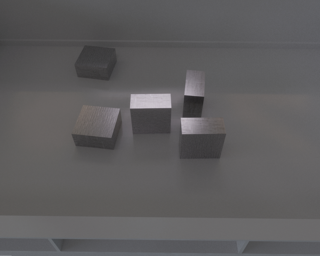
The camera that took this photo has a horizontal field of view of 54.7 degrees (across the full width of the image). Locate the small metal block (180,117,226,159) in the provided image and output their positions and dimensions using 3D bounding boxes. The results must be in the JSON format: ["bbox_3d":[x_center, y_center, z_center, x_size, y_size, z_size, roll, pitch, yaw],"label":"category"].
[{"bbox_3d":[0.050,0.013,0.378,0.050,0.050,0.025,-1,50,-1],"label":"small metal block"}]

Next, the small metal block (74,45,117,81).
[{"bbox_3d":[-0.101,-0.104,0.492,0.050,0.025,0.050,7,50,6],"label":"small metal block"}]

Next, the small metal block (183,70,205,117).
[{"bbox_3d":[0.046,-0.044,0.426,0.025,0.050,0.050,5,50,4],"label":"small metal block"}]

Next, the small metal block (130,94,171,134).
[{"bbox_3d":[-0.011,-0.018,0.403,0.050,0.050,0.025,-1,50,-1],"label":"small metal block"}]

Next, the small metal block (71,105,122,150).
[{"bbox_3d":[-0.081,-0.001,0.405,0.050,0.025,0.050,6,50,5],"label":"small metal block"}]
